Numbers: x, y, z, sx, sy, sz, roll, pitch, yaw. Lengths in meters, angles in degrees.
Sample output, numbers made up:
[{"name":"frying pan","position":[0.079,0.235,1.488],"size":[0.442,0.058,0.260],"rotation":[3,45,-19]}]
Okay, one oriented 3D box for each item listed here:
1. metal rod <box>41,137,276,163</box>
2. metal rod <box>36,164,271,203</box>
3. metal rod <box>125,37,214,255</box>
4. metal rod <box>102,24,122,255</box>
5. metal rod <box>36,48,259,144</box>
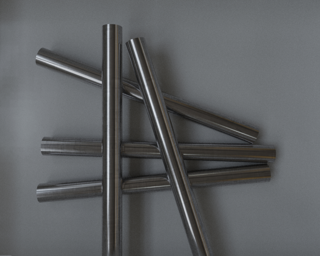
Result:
[{"name":"metal rod","position":[-0.001,0.029,0.409],"size":[0.302,0.025,0.025],"rotation":[2,90,-1]},{"name":"metal rod","position":[-0.007,0.073,0.410],"size":[0.302,0.025,0.025],"rotation":[-5,90,-1]},{"name":"metal rod","position":[0.014,0.034,0.385],"size":[0.025,0.025,0.298],"rotation":[-18,90,0]},{"name":"metal rod","position":[-0.059,0.024,0.383],"size":[0.025,0.025,0.298],"rotation":[0,90,-1]},{"name":"metal rod","position":[-0.016,-0.042,0.409],"size":[0.302,0.025,0.025],"rotation":[20,90,-1]}]
